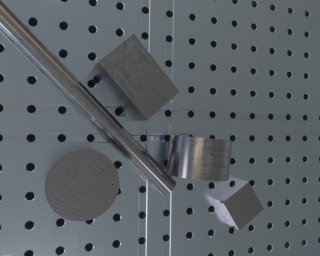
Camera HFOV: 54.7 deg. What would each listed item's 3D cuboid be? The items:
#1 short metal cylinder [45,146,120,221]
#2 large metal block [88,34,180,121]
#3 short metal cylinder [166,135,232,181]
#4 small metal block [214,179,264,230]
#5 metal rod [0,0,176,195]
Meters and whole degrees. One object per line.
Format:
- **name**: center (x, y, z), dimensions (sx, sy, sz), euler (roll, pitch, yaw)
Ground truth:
- **short metal cylinder**: center (-0.093, 0.063, 0.365), dimensions (0.081, 0.050, 0.079), euler (0, 90, -20)
- **large metal block**: center (-0.034, -0.055, 0.371), dimensions (0.050, 0.080, 0.080), euler (-43, 104, -15)
- **short metal cylinder**: center (0.051, 0.038, 0.402), dimensions (0.081, 0.080, 0.050), euler (6, 88, -20)
- **small metal block**: center (0.117, 0.112, 0.456), dimensions (0.050, 0.025, 0.050), euler (-34, 101, -17)
- **metal rod**: center (-0.086, -0.026, 0.380), dimensions (0.025, 0.025, 0.300), euler (-46, 105, -14)
